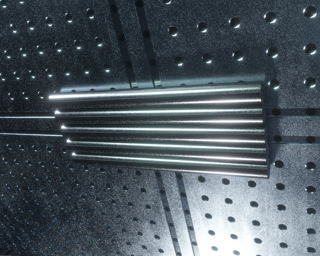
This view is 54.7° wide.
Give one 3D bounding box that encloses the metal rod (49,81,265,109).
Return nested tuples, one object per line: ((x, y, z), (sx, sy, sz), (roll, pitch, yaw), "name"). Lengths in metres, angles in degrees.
((-0.024, -0.039, 0.398), (0.301, 0.025, 0.025), (1, 119, 27), "metal rod")

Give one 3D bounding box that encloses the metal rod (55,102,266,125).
((-0.019, -0.017, 0.409), (0.301, 0.025, 0.025), (1, 119, 27), "metal rod")

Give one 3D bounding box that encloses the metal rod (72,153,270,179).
((-0.003, 0.048, 0.441), (0.300, 0.025, 0.025), (0, 119, 27), "metal rod")

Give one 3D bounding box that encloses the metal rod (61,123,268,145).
((-0.013, 0.005, 0.420), (0.301, 0.025, 0.025), (1, 119, 27), "metal rod")

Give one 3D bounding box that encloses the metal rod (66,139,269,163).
((-0.008, 0.027, 0.431), (0.301, 0.025, 0.025), (1, 119, 27), "metal rod")
